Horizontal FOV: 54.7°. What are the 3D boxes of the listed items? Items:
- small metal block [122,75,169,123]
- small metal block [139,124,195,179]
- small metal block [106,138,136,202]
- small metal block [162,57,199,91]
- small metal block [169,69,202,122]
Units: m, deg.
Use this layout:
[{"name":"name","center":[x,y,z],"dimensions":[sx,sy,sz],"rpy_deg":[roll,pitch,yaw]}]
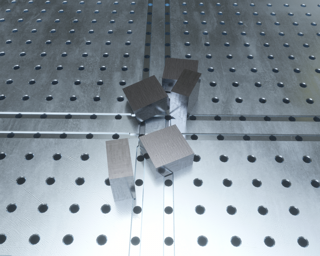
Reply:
[{"name":"small metal block","center":[-0.019,-0.041,0.435],"dimensions":[0.050,0.025,0.050],"rpy_deg":[-25,51,-6]},{"name":"small metal block","center":[0.007,0.028,0.384],"dimensions":[0.050,0.025,0.050],"rpy_deg":[-19,53,-16]},{"name":"small metal block","center":[-0.044,0.048,0.351],"dimensions":[0.025,0.050,0.050],"rpy_deg":[-8,51,-7]},{"name":"small metal block","center":[0.031,-0.081,0.476],"dimensions":[0.050,0.025,0.050],"rpy_deg":[6,50,5]},{"name":"small metal block","center":[0.035,-0.045,0.430],"dimensions":[0.025,0.050,0.050],"rpy_deg":[19,53,14]}]
